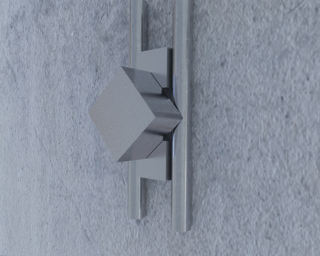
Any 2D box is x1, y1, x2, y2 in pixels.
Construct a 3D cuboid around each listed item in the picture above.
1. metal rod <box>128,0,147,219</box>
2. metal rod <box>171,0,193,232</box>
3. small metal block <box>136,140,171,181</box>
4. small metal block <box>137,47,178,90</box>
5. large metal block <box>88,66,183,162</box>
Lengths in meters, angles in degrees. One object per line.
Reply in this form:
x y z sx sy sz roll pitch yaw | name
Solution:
-0.031 -0.025 0.431 0.025 0.025 0.298 1 91 39 | metal rod
0.027 -0.024 0.383 0.025 0.025 0.298 1 91 39 | metal rod
-0.004 0.040 0.406 0.050 0.025 0.050 1 91 39 | small metal block
-0.003 -0.075 0.405 0.050 0.025 0.050 1 91 39 | small metal block
-0.032 -0.016 0.380 0.080 0.050 0.080 -48 62 29 | large metal block
